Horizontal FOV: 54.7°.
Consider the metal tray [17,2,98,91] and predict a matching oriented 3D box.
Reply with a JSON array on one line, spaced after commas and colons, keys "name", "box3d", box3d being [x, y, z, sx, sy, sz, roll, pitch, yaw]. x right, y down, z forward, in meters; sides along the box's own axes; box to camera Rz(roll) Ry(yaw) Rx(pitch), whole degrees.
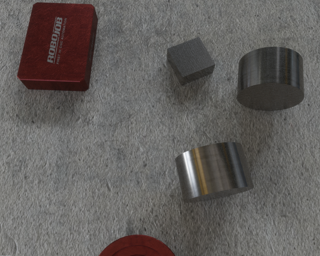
[{"name": "metal tray", "box3d": [-0.144, -0.119, 0.448, 0.091, 0.030, 0.130, 2, 70, 0]}]

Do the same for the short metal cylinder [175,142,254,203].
[{"name": "short metal cylinder", "box3d": [0.062, 0.053, 0.360, 0.081, 0.080, 0.050, -10, 71, -4]}]

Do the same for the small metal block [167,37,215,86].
[{"name": "small metal block", "box3d": [0.043, -0.096, 0.444, 0.050, 0.025, 0.050, -23, 72, -8]}]

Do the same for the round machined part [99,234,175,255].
[{"name": "round machined part", "box3d": [-0.024, 0.168, 0.338, 0.099, 0.042, 0.098, 0, 70, 0]}]

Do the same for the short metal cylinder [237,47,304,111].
[{"name": "short metal cylinder", "box3d": [0.143, -0.061, 0.402, 0.080, 0.080, 0.050, 7, 70, 2]}]
